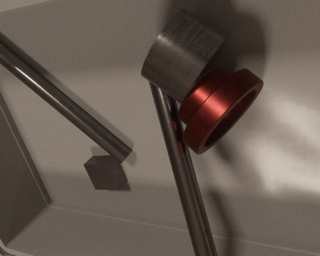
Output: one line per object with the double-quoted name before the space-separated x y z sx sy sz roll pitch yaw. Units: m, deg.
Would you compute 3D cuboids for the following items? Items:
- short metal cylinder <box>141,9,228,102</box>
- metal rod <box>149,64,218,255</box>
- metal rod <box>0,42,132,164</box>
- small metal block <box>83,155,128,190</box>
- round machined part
"short metal cylinder" 0.025 -0.071 0.315 0.050 0.080 0.079 35 129 4
"metal rod" 0.033 0.068 0.360 0.025 0.025 0.298 -16 87 34
"metal rod" -0.165 -0.052 0.460 0.300 0.025 0.025 40 129 0
"small metal block" -0.087 0.072 0.497 0.050 0.025 0.050 -6 116 30
"round machined part" 0.057 -0.022 0.320 0.042 0.099 0.097 43 131 17
